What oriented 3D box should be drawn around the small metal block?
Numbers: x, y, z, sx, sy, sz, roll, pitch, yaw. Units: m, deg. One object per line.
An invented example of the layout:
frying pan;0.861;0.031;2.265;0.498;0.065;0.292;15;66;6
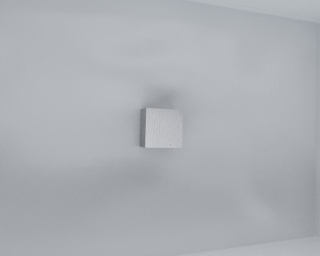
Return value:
small metal block;0.002;0.000;0.407;0.050;0.025;0.050;2;90;-20
